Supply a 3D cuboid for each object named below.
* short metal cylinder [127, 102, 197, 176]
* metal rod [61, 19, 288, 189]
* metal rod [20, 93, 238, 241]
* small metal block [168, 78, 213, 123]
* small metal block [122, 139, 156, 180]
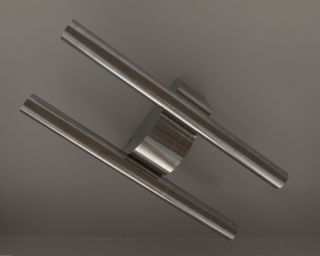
[{"bbox_3d":[0.003,0.012,0.385,0.050,0.080,0.080,35,106,-12],"label":"short metal cylinder"},{"bbox_3d":[0.027,-0.018,0.350,0.301,0.025,0.025,34,106,-12],"label":"metal rod"},{"bbox_3d":[-0.027,0.054,0.377,0.301,0.025,0.025,34,106,-12],"label":"metal rod"},{"bbox_3d":[0.035,-0.033,0.384,0.050,0.050,0.025,35,106,-12],"label":"small metal block"},{"bbox_3d":[-0.029,0.047,0.413,0.050,0.050,0.025,35,106,-12],"label":"small metal block"}]
